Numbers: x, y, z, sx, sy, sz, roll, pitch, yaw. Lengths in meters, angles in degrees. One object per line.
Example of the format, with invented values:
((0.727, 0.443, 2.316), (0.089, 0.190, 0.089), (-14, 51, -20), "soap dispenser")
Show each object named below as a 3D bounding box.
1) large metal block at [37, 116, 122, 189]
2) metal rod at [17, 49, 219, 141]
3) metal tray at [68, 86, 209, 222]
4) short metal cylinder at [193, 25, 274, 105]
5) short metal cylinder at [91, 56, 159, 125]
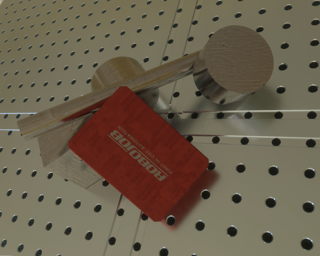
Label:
((-0.096, 0.026, 0.405), (0.080, 0.080, 0.050), (-34, 52, 5), "large metal block")
((-0.021, -0.056, 0.383), (0.302, 0.025, 0.025), (-24, 50, -14), "metal rod")
((-0.023, 0.028, 0.347), (0.130, 0.030, 0.090), (42, 84, -3), "metal tray")
((0.084, -0.072, 0.366), (0.081, 0.050, 0.080), (2, 79, -9), "short metal cylinder")
((-0.048, -0.051, 0.428), (0.080, 0.080, 0.050), (-37, 51, 3), "short metal cylinder")
